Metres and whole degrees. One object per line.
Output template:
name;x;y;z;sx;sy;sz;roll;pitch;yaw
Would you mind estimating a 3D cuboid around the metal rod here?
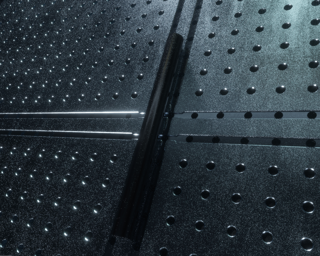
metal rod;-0.010;-0.007;0.416;0.025;0.025;0.300;1;62;28
